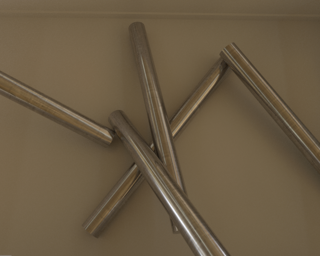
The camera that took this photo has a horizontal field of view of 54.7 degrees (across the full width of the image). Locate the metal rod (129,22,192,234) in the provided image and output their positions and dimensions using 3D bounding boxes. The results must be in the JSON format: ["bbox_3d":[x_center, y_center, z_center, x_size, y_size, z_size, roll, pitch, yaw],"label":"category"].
[{"bbox_3d":[-0.005,-0.021,0.394,0.025,0.025,0.299,-11,62,-4],"label":"metal rod"}]

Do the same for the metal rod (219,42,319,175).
[{"bbox_3d":[0.179,0.011,0.392,0.025,0.025,0.299,-34,79,-12],"label":"metal rod"}]

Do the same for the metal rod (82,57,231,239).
[{"bbox_3d":[0.010,0.011,0.405,0.025,0.025,0.300,36,74,12],"label":"metal rod"}]

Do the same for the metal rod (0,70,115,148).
[{"bbox_3d":[-0.189,-0.055,0.358,0.301,0.025,0.025,29,71,-19],"label":"metal rod"}]

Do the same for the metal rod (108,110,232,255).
[{"bbox_3d":[0.011,0.067,0.310,0.025,0.025,0.300,-30,44,-10],"label":"metal rod"}]
